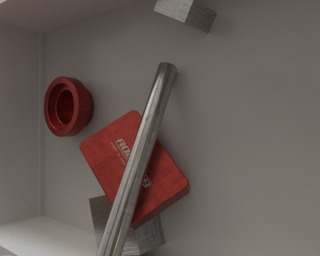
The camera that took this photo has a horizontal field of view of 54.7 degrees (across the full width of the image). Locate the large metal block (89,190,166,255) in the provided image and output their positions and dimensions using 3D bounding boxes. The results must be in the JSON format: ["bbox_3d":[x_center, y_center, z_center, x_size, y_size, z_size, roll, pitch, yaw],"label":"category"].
[{"bbox_3d":[-0.047,0.127,0.427,0.080,0.050,0.080,-21,77,37],"label":"large metal block"}]

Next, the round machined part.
[{"bbox_3d":[-0.147,-0.034,0.514,0.098,0.042,0.097,0,90,39],"label":"round machined part"}]

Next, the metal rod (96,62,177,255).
[{"bbox_3d":[-0.031,0.057,0.349,0.025,0.025,0.299,0,65,39],"label":"metal rod"}]

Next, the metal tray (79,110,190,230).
[{"bbox_3d":[-0.034,0.050,0.397,0.090,0.030,0.130,-33,64,-7],"label":"metal tray"}]

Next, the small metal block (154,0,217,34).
[{"bbox_3d":[0.030,-0.137,0.364,0.050,0.050,0.025,35,112,34],"label":"small metal block"}]
